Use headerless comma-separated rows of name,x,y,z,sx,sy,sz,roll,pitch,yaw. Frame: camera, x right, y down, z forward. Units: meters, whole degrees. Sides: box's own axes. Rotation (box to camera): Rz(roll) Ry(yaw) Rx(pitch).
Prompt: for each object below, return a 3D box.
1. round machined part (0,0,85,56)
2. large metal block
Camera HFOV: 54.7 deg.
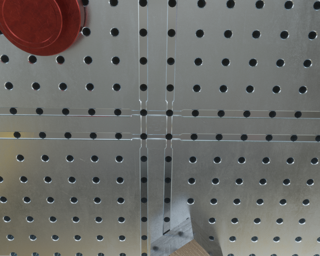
round machined part,-0.139,-0.128,0.348,0.099,0.042,0.097,0,120,0
large metal block,0.042,0.198,0.473,0.080,0.050,0.080,-38,106,13
